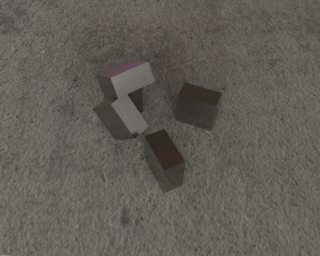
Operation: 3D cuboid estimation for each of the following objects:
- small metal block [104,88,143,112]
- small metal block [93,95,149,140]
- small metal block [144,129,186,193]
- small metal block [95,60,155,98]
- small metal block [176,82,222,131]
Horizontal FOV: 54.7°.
[{"bbox_3d":[-0.049,-0.048,0.426,0.050,0.050,0.025,-2,51,-2],"label":"small metal block"},{"bbox_3d":[-0.049,-0.013,0.384,0.025,0.050,0.050,-44,21,-30],"label":"small metal block"},{"bbox_3d":[0.005,0.038,0.355,0.025,0.050,0.050,-20,53,-16],"label":"small metal block"},{"bbox_3d":[-0.043,-0.061,0.375,0.050,0.025,0.050,-28,26,-22],"label":"small metal block"},{"bbox_3d":[0.051,-0.028,0.411,0.050,0.050,0.025,18,53,14],"label":"small metal block"}]
